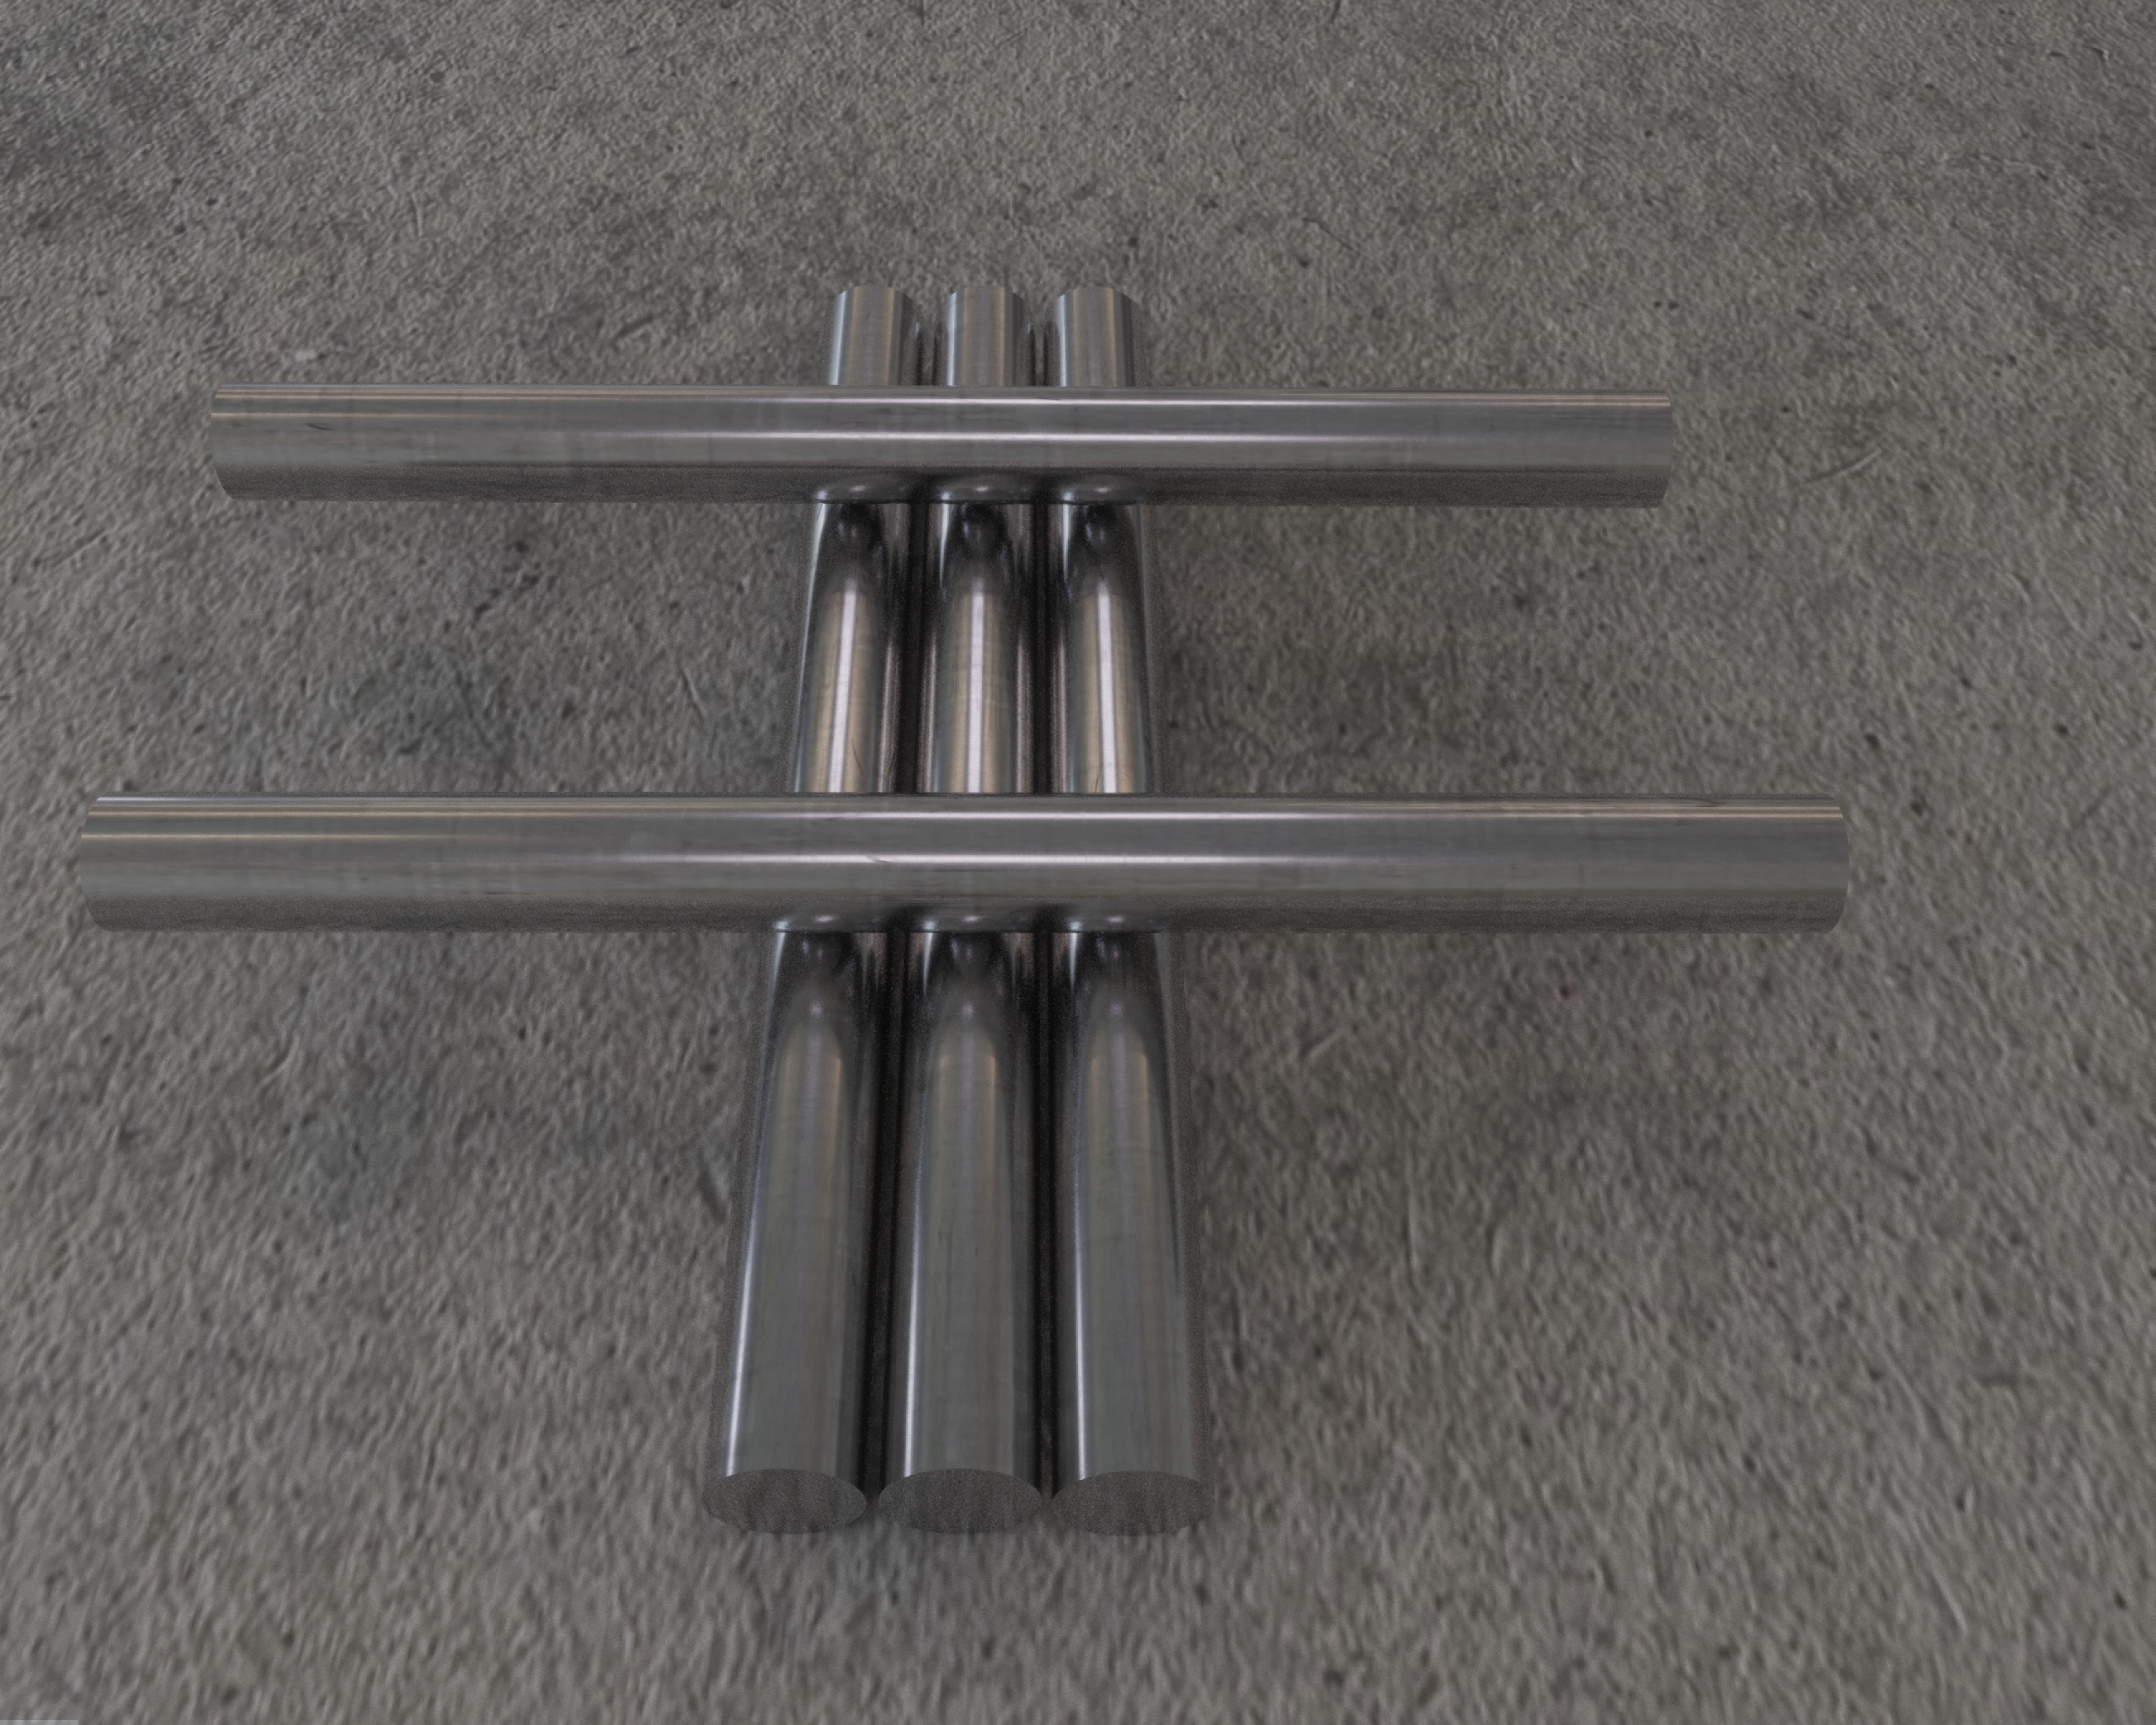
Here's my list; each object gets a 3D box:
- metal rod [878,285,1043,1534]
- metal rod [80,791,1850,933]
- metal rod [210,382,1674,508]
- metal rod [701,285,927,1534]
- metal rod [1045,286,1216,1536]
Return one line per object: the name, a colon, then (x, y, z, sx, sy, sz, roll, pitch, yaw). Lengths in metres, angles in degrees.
metal rod: (-0.020, -0.017, 0.416, 0.025, 0.025, 0.300, -1, 50, -1)
metal rod: (-0.019, 0.000, 0.368, 0.302, 0.025, 0.025, 0, 50, 0)
metal rod: (-0.028, -0.089, 0.443, 0.302, 0.025, 0.025, 0, 50, 0)
metal rod: (-0.047, -0.017, 0.416, 0.025, 0.025, 0.300, -1, 50, -1)
metal rod: (0.006, -0.016, 0.416, 0.025, 0.025, 0.300, -1, 50, -1)
